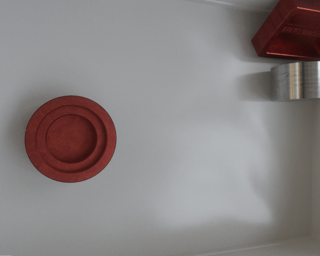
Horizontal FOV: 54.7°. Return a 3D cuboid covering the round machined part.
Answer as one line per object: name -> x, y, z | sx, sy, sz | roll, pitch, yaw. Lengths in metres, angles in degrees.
round machined part -> -0.104, 0.012, 0.364 | 0.099, 0.042, 0.097 | 0, 90, -21

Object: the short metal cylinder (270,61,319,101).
short metal cylinder -> 0.208, -0.066, 0.460 | 0.081, 0.080, 0.050 | -3, 91, -20

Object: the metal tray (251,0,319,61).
metal tray -> 0.214, -0.142, 0.455 | 0.131, 0.089, 0.030 | 0, 59, -20
